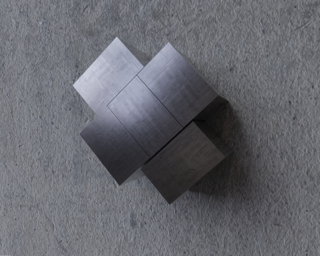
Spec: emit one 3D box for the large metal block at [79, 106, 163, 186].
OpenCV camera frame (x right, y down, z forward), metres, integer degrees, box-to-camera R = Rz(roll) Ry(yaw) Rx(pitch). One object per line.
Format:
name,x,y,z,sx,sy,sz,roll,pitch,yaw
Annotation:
large metal block,-0.040,0.020,0.395,0.050,0.080,0.080,-44,77,15

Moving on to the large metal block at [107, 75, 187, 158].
large metal block,-0.005,-0.013,0.382,0.050,0.080,0.080,-44,77,15

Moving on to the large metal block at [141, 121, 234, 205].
large metal block,0.036,0.038,0.368,0.080,0.080,0.050,-44,77,14

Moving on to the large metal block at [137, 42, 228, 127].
large metal block,0.031,-0.047,0.370,0.050,0.080,0.080,-44,77,15

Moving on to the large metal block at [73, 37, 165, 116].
large metal block,-0.048,-0.060,0.397,0.080,0.080,0.050,-44,77,14
